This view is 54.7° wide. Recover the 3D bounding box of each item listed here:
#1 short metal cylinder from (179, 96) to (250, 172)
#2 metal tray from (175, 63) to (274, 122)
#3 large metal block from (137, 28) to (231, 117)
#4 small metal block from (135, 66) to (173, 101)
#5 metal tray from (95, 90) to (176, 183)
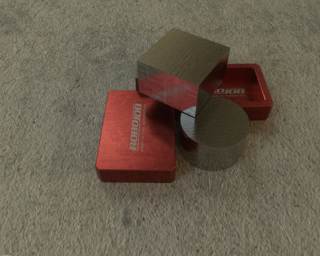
[{"bbox_3d":[0.065,0.007,0.383,0.080,0.050,0.080,0,50,0],"label":"short metal cylinder"},{"bbox_3d":[0.085,-0.052,0.446,0.131,0.030,0.090,-1,50,-1],"label":"metal tray"},{"bbox_3d":[0.029,-0.071,0.382,0.080,0.050,0.080,26,55,20],"label":"large metal block"},{"bbox_3d":[-0.008,-0.060,0.439,0.050,0.050,0.025,1,50,0],"label":"small metal block"},{"bbox_3d":[-0.027,0.007,0.397,0.091,0.030,0.130,1,50,0],"label":"metal tray"}]
